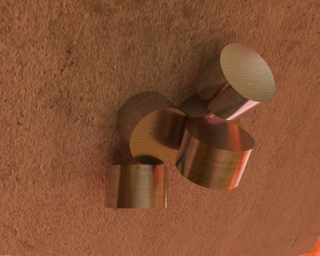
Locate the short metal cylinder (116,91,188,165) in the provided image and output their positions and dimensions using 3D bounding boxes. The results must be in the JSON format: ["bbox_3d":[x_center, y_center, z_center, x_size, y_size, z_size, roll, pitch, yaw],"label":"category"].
[{"bbox_3d":[-0.009,0.000,0.388,0.081,0.050,0.079,-14,125,-21],"label":"short metal cylinder"}]

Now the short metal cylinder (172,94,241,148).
[{"bbox_3d":[0.062,-0.001,0.427,0.081,0.050,0.079,-14,125,-21],"label":"short metal cylinder"}]

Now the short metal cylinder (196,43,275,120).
[{"bbox_3d":[0.092,-0.056,0.381,0.081,0.080,0.050,0,156,-29],"label":"short metal cylinder"}]

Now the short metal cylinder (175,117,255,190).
[{"bbox_3d":[0.063,0.027,0.360,0.081,0.080,0.050,-2,119,-28],"label":"short metal cylinder"}]

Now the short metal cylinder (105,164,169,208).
[{"bbox_3d":[-0.029,0.075,0.396,0.081,0.080,0.050,7,76,-32],"label":"short metal cylinder"}]
